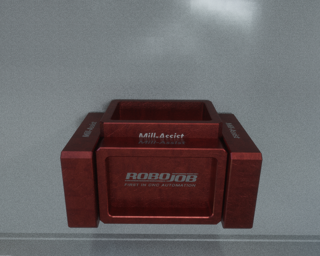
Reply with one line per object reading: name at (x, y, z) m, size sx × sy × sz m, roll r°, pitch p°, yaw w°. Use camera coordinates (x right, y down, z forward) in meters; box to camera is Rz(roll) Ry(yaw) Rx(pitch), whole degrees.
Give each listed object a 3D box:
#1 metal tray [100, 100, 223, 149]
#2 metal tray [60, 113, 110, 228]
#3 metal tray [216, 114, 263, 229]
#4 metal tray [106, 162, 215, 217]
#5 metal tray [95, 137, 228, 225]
metal tray at (0.002, -0.007, 0.371) m, size 0.131 × 0.090 × 0.030 m, roll 0°, pitch 111°, yaw 0°
metal tray at (-0.080, 0.043, 0.369) m, size 0.030 × 0.130 × 0.089 m, roll 1°, pitch 111°, yaw 0°
metal tray at (0.082, 0.044, 0.370) m, size 0.030 × 0.130 × 0.089 m, roll 1°, pitch 111°, yaw 0°
metal tray at (0.001, 0.076, 0.401) m, size 0.131 × 0.090 × 0.030 m, roll 0°, pitch 110°, yaw 0°
metal tray at (0.001, 0.057, 0.331) m, size 0.131 × 0.030 × 0.089 m, roll 1°, pitch 110°, yaw -1°
